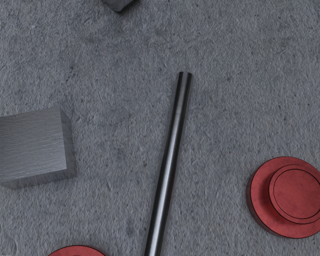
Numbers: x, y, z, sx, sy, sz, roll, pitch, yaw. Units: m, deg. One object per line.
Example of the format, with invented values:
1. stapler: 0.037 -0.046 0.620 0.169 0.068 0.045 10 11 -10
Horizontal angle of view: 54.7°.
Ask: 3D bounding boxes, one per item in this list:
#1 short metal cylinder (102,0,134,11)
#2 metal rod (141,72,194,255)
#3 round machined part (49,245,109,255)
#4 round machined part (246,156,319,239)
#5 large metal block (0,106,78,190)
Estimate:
1. short metal cylinder: -0.065 -0.223 0.460 0.080 0.080 0.050 43 76 14
2. metal rod: 0.007 0.065 0.384 0.025 0.025 0.299 10 70 4
3. round machined part: -0.088 0.178 0.333 0.099 0.042 0.098 0 70 0
4. round machined part: 0.157 0.081 0.371 0.099 0.042 0.098 0 70 0
5. large metal block: -0.153 0.026 0.384 0.081 0.050 0.080 -11 71 -4
